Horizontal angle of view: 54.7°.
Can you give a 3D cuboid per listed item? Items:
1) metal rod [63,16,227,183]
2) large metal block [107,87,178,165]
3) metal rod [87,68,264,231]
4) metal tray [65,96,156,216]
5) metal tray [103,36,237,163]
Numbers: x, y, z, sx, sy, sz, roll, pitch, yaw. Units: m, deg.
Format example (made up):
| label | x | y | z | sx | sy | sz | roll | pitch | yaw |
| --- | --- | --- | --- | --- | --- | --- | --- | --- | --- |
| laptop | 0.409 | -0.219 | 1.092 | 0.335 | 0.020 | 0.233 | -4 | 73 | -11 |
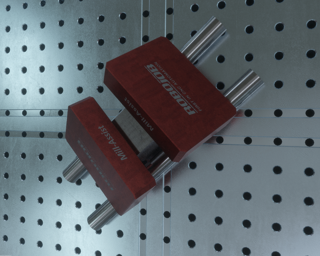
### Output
| label | x | y | z | sx | sy | sz | roll | pitch | yaw |
| --- | --- | --- | --- | --- | --- | --- | --- | --- | --- |
| metal rod | -0.030 | -0.030 | 0.422 | 0.299 | 0.025 | 0.025 | -44 | 77 | 14 |
| large metal block | -0.013 | -0.002 | 0.386 | 0.080 | 0.080 | 0.050 | -44 | 77 | 14 |
| metal rod | 0.011 | 0.037 | 0.408 | 0.299 | 0.025 | 0.025 | -43 | 77 | 14 |
| metal tray | -0.066 | 0.037 | 0.377 | 0.130 | 0.030 | 0.090 | 52 | 149 | 12 |
| metal tray | 0.010 | -0.037 | 0.350 | 0.091 | 0.030 | 0.130 | -34 | 75 | -29 |
